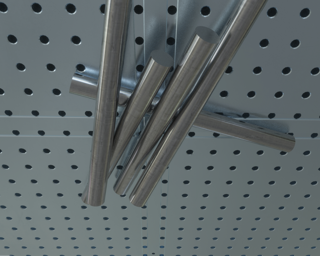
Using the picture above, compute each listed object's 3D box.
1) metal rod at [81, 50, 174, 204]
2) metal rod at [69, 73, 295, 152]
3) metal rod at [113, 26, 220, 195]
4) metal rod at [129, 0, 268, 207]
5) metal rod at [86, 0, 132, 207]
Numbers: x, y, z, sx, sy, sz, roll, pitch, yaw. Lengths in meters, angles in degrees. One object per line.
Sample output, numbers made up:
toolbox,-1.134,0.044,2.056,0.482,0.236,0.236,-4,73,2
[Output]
metal rod,-0.057,0.023,0.406,0.025,0.025,0.298,18,135,-15
metal rod,0.039,-0.015,0.399,0.302,0.025,0.025,15,129,-13
metal rod,-0.010,0.006,0.386,0.025,0.025,0.298,16,137,-14
metal rod,0.032,-0.016,0.367,0.025,0.025,0.298,20,118,-17
metal rod,-0.060,-0.028,0.352,0.025,0.025,0.298,8,119,-8
